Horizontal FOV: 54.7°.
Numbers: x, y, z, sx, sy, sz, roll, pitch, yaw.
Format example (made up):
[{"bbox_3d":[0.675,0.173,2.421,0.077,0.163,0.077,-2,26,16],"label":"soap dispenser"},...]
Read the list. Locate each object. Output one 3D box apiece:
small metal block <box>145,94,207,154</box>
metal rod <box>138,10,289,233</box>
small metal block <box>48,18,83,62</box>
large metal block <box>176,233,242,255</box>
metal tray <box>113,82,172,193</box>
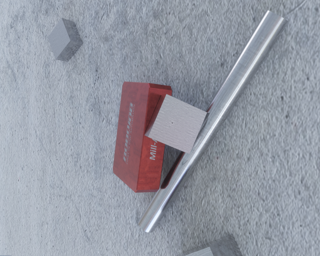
[{"bbox_3d":[0.017,-0.005,0.347,0.050,0.050,0.025,-67,13,-2],"label":"small metal block"},{"bbox_3d":[0.049,0.010,0.362,0.025,0.025,0.298,43,116,31],"label":"metal rod"},{"bbox_3d":[-0.165,-0.152,0.538,0.050,0.025,0.050,-37,68,33],"label":"small metal block"},{"bbox_3d":[0.055,0.174,0.342,0.080,0.050,0.080,-36,68,34],"label":"large metal block"},{"bbox_3d":[-0.026,0.007,0.399,0.090,0.030,0.129,19,103,62],"label":"metal tray"}]
